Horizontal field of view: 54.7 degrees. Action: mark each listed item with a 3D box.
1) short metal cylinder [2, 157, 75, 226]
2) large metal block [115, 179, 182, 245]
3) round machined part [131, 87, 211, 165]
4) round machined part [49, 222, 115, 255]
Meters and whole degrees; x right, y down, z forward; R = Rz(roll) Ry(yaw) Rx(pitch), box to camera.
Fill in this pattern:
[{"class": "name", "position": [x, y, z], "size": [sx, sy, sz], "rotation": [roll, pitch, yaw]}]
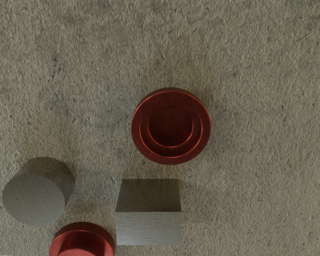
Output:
[{"class": "short metal cylinder", "position": [-0.164, 0.086, 0.426], "size": [0.081, 0.050, 0.079], "rotation": [0, 110, -1]}, {"class": "large metal block", "position": [-0.014, 0.111, 0.421], "size": [0.081, 0.080, 0.050], "rotation": [0, 110, -1]}, {"class": "round machined part", "position": [0.013, -0.005, 0.399], "size": [0.099, 0.042, 0.097], "rotation": [0, 110, -1]}, {"class": "round machined part", "position": [-0.120, 0.196, 0.472], "size": [0.099, 0.042, 0.097], "rotation": [0, 110, -1]}]
